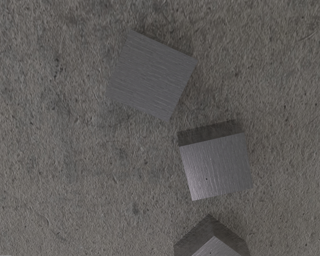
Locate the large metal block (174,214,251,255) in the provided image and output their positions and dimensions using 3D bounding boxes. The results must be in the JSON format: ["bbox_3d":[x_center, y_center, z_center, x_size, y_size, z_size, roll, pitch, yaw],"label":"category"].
[{"bbox_3d":[0.079,0.192,0.468,0.080,0.050,0.080,39,105,-13],"label":"large metal block"}]

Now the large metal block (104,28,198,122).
[{"bbox_3d":[-0.011,-0.065,0.372,0.080,0.050,0.080,23,108,-8],"label":"large metal block"}]

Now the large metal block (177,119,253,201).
[{"bbox_3d":[0.072,0.042,0.412,0.080,0.050,0.080,-13,110,4],"label":"large metal block"}]
